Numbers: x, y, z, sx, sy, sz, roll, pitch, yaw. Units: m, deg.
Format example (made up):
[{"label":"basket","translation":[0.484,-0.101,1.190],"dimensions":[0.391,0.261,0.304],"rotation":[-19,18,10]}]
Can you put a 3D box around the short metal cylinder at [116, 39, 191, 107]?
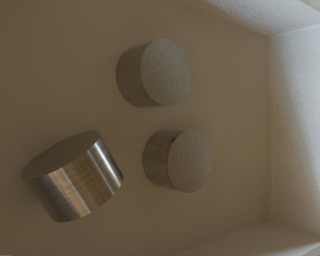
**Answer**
[{"label":"short metal cylinder","translation":[-0.007,-0.066,0.386],"dimensions":[0.081,0.050,0.079],"rotation":[0,90,-40]}]

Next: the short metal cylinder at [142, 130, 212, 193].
[{"label":"short metal cylinder","translation":[0.024,0.042,0.413],"dimensions":[0.081,0.050,0.079],"rotation":[0,90,-40]}]

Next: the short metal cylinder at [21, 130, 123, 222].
[{"label":"short metal cylinder","translation":[-0.083,0.044,0.302],"dimensions":[0.080,0.080,0.050],"rotation":[-39,114,-33]}]
